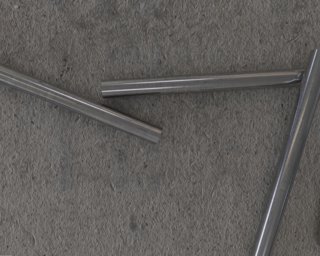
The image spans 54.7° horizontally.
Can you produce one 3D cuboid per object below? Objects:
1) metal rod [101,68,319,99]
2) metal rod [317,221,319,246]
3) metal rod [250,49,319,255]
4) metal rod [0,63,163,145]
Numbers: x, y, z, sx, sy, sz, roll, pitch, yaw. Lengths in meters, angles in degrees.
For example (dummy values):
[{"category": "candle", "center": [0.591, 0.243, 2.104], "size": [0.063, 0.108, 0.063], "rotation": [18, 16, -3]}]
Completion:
[{"category": "metal rod", "center": [0.076, -0.060, 0.410], "size": [0.302, 0.025, 0.025], "rotation": [-4, 90, 0]}, {"category": "metal rod", "center": [0.244, 0.010, 0.411], "size": [0.025, 0.025, 0.298], "rotation": [9, 90, 0]}, {"category": "metal rod", "center": [0.163, 0.050, 0.396], "size": [0.025, 0.025, 0.298], "rotation": [14, 96, 0]}, {"category": "metal rod", "center": [-0.141, -0.045, 0.408], "size": [0.301, 0.025, 0.025], "rotation": [22, 90, 0]}]
